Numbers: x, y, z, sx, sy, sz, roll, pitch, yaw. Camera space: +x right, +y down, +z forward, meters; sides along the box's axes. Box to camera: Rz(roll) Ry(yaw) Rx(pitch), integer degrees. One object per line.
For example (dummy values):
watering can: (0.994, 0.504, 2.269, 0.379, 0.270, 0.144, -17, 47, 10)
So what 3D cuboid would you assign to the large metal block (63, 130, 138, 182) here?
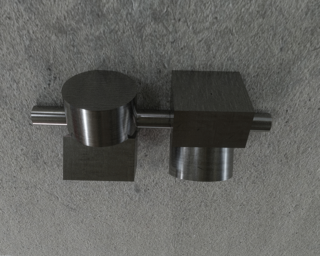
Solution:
large metal block: (-0.070, 0.031, 0.391, 0.081, 0.080, 0.050, 2, 96, -2)

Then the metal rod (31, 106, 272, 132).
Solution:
metal rod: (-0.009, -0.012, 0.401, 0.302, 0.025, 0.025, 2, 130, -2)

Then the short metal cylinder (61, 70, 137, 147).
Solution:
short metal cylinder: (-0.066, -0.024, 0.351, 0.081, 0.080, 0.050, 3, 130, -3)

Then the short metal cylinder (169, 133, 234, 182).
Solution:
short metal cylinder: (0.052, 0.033, 0.393, 0.081, 0.080, 0.050, 1, 95, -1)

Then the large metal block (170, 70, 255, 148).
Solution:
large metal block: (0.054, -0.023, 0.353, 0.081, 0.080, 0.050, 1, 130, -1)
